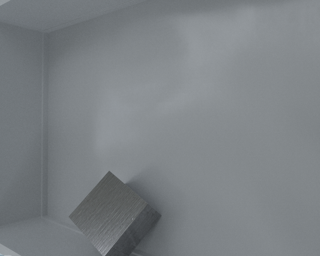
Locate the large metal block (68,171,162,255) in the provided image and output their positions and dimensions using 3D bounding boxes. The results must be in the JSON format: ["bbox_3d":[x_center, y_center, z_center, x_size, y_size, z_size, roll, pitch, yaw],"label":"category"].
[{"bbox_3d":[-0.060,0.119,0.417,0.080,0.050,0.080,32,75,35],"label":"large metal block"}]
